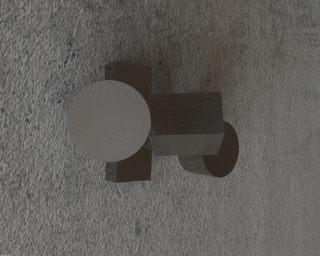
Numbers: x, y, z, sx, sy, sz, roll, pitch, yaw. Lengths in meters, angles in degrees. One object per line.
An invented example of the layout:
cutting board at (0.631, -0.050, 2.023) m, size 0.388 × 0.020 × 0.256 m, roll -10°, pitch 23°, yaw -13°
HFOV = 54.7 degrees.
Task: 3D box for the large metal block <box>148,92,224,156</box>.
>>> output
large metal block at (0.031, -0.002, 0.374) m, size 0.080 × 0.080 × 0.050 m, roll 78°, pitch 11°, yaw -68°

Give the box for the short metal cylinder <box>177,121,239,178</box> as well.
short metal cylinder at (0.070, 0.029, 0.451) m, size 0.081 × 0.050 × 0.079 m, roll 0°, pitch 90°, yaw -40°

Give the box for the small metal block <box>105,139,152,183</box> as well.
small metal block at (-0.038, 0.038, 0.376) m, size 0.050 × 0.025 × 0.050 m, roll 4°, pitch 88°, yaw -40°

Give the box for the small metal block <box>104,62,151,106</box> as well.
small metal block at (-0.038, -0.051, 0.375) m, size 0.050 × 0.025 × 0.050 m, roll -2°, pitch 91°, yaw -40°

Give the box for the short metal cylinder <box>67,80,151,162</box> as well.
short metal cylinder at (-0.051, -0.007, 0.325) m, size 0.081 × 0.050 × 0.079 m, roll 0°, pitch 91°, yaw -5°
